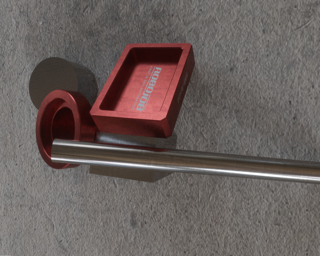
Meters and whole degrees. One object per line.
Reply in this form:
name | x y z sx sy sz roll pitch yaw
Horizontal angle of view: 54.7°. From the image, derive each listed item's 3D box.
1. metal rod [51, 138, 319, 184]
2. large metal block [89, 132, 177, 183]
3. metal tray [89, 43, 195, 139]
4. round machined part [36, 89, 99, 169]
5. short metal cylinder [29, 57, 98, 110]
metal rod | 0.041 0.037 0.333 0.302 0.025 0.025 5 92 -5
large metal block | -0.030 0.032 0.390 0.080 0.080 0.050 5 92 19
metal tray | -0.016 -0.051 0.372 0.090 0.030 0.130 5 52 19
round machined part | -0.112 0.002 0.393 0.098 0.042 0.097 -1 88 39
short metal cylinder | -0.137 -0.057 0.444 0.080 0.050 0.079 0 90 19
